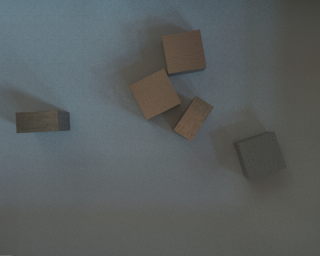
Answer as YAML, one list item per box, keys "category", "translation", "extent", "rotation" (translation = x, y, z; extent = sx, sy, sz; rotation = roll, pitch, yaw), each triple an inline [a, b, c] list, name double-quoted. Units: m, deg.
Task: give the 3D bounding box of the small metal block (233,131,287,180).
- category: "small metal block"
  translation: [0.132, 0.036, 0.413]
  extent: [0.050, 0.025, 0.050]
  rotation: [-18, 90, -1]

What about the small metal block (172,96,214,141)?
- category: "small metal block"
  translation: [0.041, -0.012, 0.400]
  extent: [0.025, 0.050, 0.050]
  rotation: [34, 90, -1]

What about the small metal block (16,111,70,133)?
- category: "small metal block"
  translation: [-0.148, -0.008, 0.397]
  extent: [0.050, 0.050, 0.025]
  rotation: [-3, 90, -1]

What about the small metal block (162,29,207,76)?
- category: "small metal block"
  translation: [0.031, -0.099, 0.412]
  extent: [0.050, 0.025, 0.050]
  rotation: [-10, 90, -1]

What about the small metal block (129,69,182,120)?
- category: "small metal block"
  translation: [-0.006, -0.043, 0.411]
  extent: [0.050, 0.025, 0.050]
  rotation: [-27, 90, -1]
